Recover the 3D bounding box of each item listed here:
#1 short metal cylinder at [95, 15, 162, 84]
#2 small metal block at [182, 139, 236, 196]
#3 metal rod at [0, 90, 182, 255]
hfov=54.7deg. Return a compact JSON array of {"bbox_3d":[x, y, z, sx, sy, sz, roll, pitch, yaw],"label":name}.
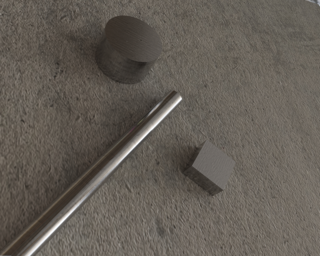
[{"bbox_3d":[-0.044,-0.108,0.430,0.081,0.050,0.080,14,56,-21],"label":"short metal cylinder"},{"bbox_3d":[0.065,0.052,0.407,0.050,0.025,0.050,38,51,-3],"label":"small metal block"},{"bbox_3d":[-0.060,0.042,0.345,0.025,0.025,0.301,43,51,1],"label":"metal rod"}]
